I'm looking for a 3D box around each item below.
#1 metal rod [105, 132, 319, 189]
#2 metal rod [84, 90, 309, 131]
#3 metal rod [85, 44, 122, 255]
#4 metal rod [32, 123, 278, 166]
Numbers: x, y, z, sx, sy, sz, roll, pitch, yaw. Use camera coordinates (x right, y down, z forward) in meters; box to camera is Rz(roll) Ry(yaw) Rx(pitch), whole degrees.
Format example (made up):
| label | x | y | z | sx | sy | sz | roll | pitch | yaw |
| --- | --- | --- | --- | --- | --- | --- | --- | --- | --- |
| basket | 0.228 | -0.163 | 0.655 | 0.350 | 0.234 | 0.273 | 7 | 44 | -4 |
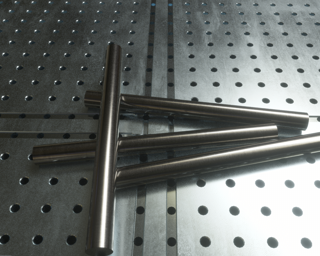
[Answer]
| label | x | y | z | sx | sy | sz | roll | pitch | yaw |
| --- | --- | --- | --- | --- | --- | --- | --- | --- | --- |
| metal rod | 0.085 | 0.037 | 0.377 | 0.302 | 0.025 | 0.025 | -9 | 51 | -8 |
| metal rod | 0.046 | -0.025 | 0.428 | 0.301 | 0.025 | 0.025 | 6 | 50 | 5 |
| metal rod | -0.062 | -0.003 | 0.375 | 0.025 | 0.025 | 0.300 | -2 | 50 | -2 |
| metal rod | -0.002 | 0.019 | 0.391 | 0.302 | 0.025 | 0.025 | -5 | 50 | -5 |
